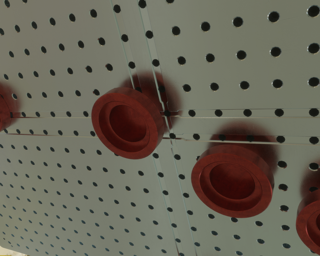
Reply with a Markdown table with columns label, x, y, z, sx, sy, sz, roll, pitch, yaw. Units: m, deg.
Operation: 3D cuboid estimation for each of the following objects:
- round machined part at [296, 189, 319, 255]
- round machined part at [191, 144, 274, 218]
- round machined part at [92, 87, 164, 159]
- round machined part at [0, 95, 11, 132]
| label | x | y | z | sx | sy | sz | roll | pitch | yaw |
| --- | --- | --- | --- | --- | --- | --- | --- | --- | --- |
| round machined part | 0.210 | 0.105 | 0.354 | 0.098 | 0.042 | 0.097 | 13 | 124 | 21 |
| round machined part | 0.092 | 0.062 | 0.390 | 0.098 | 0.042 | 0.097 | 13 | 124 | 21 |
| round machined part | -0.039 | -0.010 | 0.415 | 0.098 | 0.042 | 0.097 | 13 | 124 | 21 |
| round machined part | -0.321 | -0.030 | 0.552 | 0.098 | 0.042 | 0.097 | 13 | 124 | 21 |
